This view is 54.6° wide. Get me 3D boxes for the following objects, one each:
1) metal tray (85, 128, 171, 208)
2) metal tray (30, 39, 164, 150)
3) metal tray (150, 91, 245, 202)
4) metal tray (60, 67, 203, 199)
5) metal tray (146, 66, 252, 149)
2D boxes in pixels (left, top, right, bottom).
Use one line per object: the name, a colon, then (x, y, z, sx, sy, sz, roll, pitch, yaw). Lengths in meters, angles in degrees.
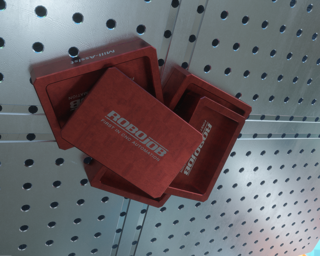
metal tray: (-0.024, 0.054, 0.428, 0.131, 0.030, 0.090, 29, 102, -38)
metal tray: (-0.064, -0.038, 0.349, 0.131, 0.030, 0.090, -20, 126, -16)
metal tray: (0.050, 0.028, 0.411, 0.090, 0.030, 0.129, 22, 95, -36)
metal tray: (-0.029, 0.006, 0.343, 0.130, 0.030, 0.090, 37, 90, -17)
metal tray: (0.056, -0.017, 0.426, 0.131, 0.030, 0.090, 21, 107, -35)
